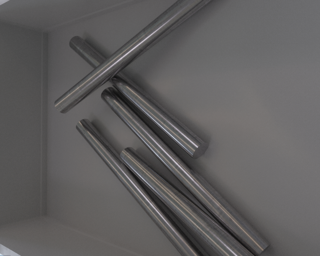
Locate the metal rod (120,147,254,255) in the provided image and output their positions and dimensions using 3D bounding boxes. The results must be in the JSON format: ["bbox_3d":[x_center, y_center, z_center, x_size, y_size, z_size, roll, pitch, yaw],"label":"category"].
[{"bbox_3d":[0.044,0.105,0.348,0.300,0.025,0.025,36,112,41],"label":"metal rod"}]

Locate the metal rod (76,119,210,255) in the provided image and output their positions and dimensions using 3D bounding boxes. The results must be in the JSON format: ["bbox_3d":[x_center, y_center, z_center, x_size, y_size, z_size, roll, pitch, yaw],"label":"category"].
[{"bbox_3d":[-0.034,0.082,0.434,0.300,0.025,0.025,43,116,31],"label":"metal rod"}]

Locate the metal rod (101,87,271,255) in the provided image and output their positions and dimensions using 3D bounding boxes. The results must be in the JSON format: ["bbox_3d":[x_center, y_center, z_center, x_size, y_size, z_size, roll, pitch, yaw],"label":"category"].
[{"bbox_3d":[0.013,0.038,0.395,0.300,0.025,0.025,44,117,31],"label":"metal rod"}]

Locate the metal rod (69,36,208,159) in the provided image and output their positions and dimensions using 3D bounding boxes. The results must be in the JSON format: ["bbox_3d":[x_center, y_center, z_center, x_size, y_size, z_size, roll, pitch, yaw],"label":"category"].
[{"bbox_3d":[-0.047,-0.058,0.445,0.300,0.025,0.025,42,116,32],"label":"metal rod"}]

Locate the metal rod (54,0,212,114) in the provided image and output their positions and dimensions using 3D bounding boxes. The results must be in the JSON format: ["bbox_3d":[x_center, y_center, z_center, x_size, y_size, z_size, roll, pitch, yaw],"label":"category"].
[{"bbox_3d":[-0.040,-0.102,0.415,0.299,0.025,0.025,-31,71,27],"label":"metal rod"}]
